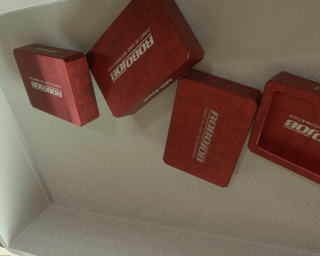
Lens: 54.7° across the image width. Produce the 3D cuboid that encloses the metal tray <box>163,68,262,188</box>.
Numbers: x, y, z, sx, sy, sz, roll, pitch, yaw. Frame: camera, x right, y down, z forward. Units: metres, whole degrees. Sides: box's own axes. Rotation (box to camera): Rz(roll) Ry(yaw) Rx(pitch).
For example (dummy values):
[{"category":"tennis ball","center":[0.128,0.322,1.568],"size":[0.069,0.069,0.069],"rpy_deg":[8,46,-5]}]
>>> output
[{"category":"metal tray","center":[0.059,0.003,0.376],"size":[0.090,0.030,0.129],"rpy_deg":[21,127,15]}]

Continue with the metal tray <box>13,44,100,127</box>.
[{"category":"metal tray","center":[-0.142,-0.061,0.419],"size":[0.130,0.030,0.089],"rpy_deg":[18,128,38]}]

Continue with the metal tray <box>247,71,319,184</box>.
[{"category":"metal tray","center":[0.161,0.008,0.304],"size":[0.130,0.030,0.089],"rpy_deg":[27,130,29]}]

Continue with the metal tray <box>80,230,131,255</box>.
[{"category":"metal tray","center":[-0.101,0.274,0.630],"size":[0.090,0.030,0.129],"rpy_deg":[3,120,26]}]

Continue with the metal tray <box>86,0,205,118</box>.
[{"category":"metal tray","center":[-0.024,-0.080,0.349],"size":[0.130,0.030,0.090],"rpy_deg":[-35,79,38]}]
